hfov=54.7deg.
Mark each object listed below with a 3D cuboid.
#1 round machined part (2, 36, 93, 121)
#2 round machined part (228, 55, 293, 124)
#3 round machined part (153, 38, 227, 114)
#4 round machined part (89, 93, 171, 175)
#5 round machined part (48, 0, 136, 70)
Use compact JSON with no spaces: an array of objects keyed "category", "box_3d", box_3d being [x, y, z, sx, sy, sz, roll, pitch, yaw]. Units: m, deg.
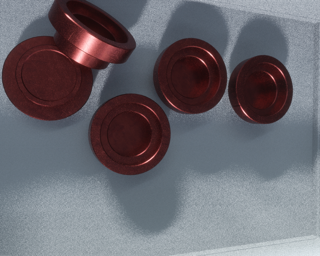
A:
[{"category":"round machined part","box_3d":[-0.127,-0.057,0.355,0.099,0.042,0.097,0,90,-21]},{"category":"round machined part","box_3d":[0.142,-0.054,0.456,0.099,0.042,0.097,0,90,-21]},{"category":"round machined part","box_3d":[0.037,-0.067,0.416,0.099,0.042,0.097,0,90,-21]},{"category":"round machined part","box_3d":[-0.040,0.007,0.388,0.099,0.042,0.097,0,90,-21]},{"category":"round machined part","box_3d":[-0.080,-0.104,0.353,0.098,0.098,0.042,30,118,-18]}]
